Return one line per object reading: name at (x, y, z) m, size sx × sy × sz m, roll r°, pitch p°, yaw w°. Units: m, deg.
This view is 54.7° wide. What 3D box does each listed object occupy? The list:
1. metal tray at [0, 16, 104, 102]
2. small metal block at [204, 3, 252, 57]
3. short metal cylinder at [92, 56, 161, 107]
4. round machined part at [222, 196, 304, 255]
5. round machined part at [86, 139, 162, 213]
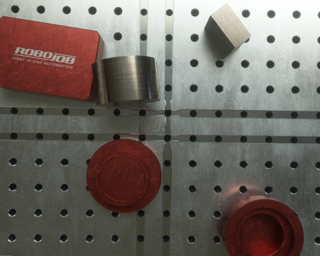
metal tray at (-0.147, -0.089, 0.409) m, size 0.131 × 0.030 × 0.089 m, roll 9°, pitch 90°, yaw -1°
small metal block at (0.086, -0.125, 0.402) m, size 0.025 × 0.050 × 0.050 m, roll -37°, pitch 90°, yaw 0°
short metal cylinder at (-0.041, -0.056, 0.385) m, size 0.081 × 0.080 × 0.050 m, roll -6°, pitch 90°, yaw -1°
round machined part at (0.131, 0.137, 0.407) m, size 0.099 × 0.042 × 0.097 m, roll 0°, pitch 90°, yaw -1°
round machined part at (-0.047, 0.063, 0.404) m, size 0.099 × 0.042 × 0.097 m, roll 0°, pitch 90°, yaw -1°
